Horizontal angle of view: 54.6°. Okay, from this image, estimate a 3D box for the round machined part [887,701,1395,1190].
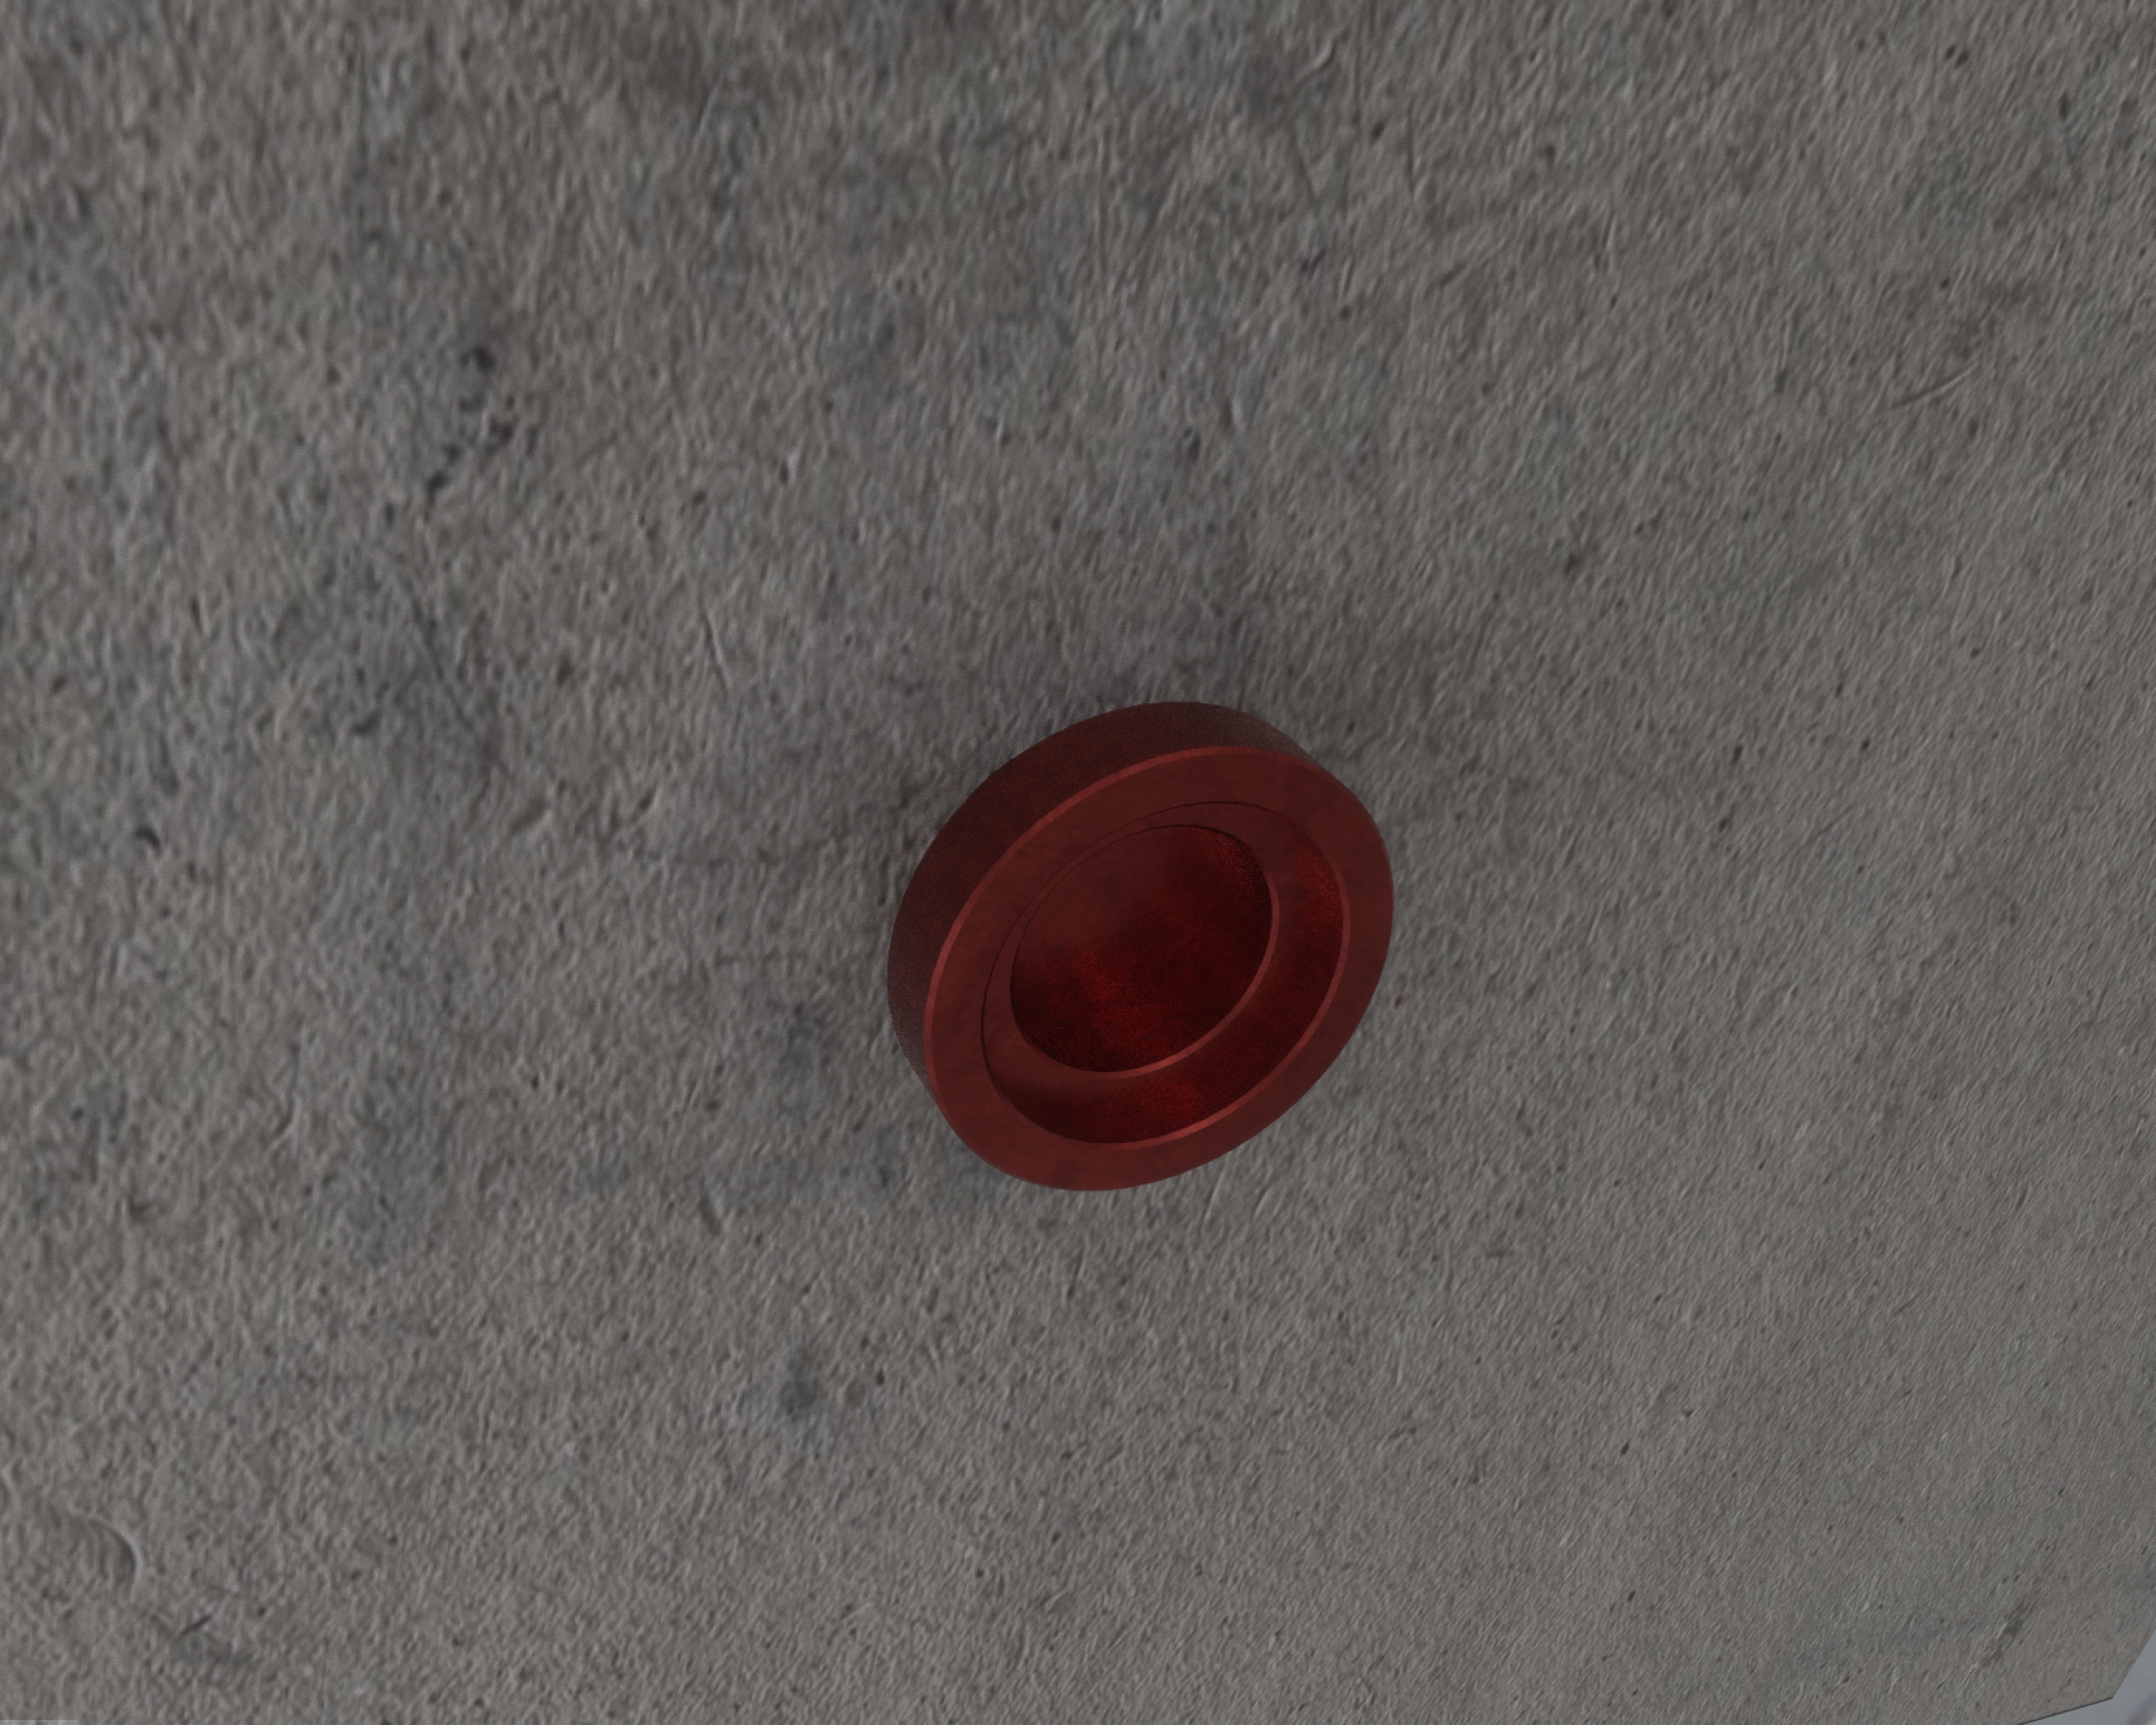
[{"bbox_3d":[0.009,0.012,0.408,0.099,0.042,0.097,-14,124,-21],"label":"round machined part"}]
